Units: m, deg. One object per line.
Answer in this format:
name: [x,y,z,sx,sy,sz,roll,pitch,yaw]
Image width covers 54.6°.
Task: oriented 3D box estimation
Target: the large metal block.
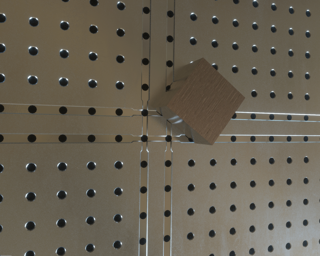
large metal block: [0.053,-0.034,0.418,0.080,0.050,0.080,40,77,-16]
